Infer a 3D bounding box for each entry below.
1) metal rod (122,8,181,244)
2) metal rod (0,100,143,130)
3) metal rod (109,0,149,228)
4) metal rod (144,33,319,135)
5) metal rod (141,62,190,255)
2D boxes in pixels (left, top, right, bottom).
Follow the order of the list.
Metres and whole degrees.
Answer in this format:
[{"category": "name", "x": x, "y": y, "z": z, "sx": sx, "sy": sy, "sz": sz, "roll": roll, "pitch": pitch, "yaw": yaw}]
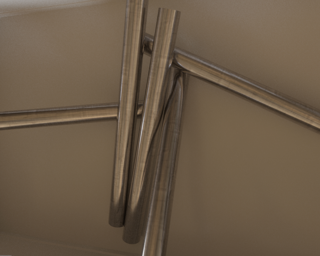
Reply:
[{"category": "metal rod", "x": -0.014, "y": 0.011, "z": 0.383, "sx": 0.025, "sy": 0.025, "sz": 0.298, "roll": 16, "pitch": 108, "yaw": 19}, {"category": "metal rod", "x": -0.156, "y": -0.014, "z": 0.408, "sx": 0.302, "sy": 0.025, "sz": 0.025, "roll": -5, "pitch": 88, "yaw": -2}, {"category": "metal rod", "x": -0.042, "y": -0.010, "z": 0.389, "sx": 0.025, "sy": 0.025, "sz": 0.298, "roll": 13, "pitch": 108, "yaw": 19}, {"category": "metal rod", "x": 0.109, "y": -0.040, "z": 0.355, "sx": 0.301, "sy": 0.025, "sz": 0.025, "roll": 27, "pitch": 99, "yaw": 12}, {"category": "metal rod", "x": 0.006, "y": 0.052, "z": 0.344, "sx": 0.025, "sy": 0.025, "sz": 0.299, "roll": 1, "pitch": 65, "yaw": 20}]
